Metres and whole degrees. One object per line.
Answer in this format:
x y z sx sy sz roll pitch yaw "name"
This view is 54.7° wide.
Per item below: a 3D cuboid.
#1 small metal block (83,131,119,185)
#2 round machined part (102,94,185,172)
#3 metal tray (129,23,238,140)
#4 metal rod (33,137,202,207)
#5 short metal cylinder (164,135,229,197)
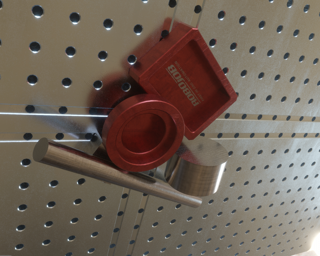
-0.072 0.039 0.398 0.050 0.025 0.050 32 100 -39 "small metal block"
-0.023 0.002 0.380 0.099 0.042 0.097 -13 123 -20 "round machined part"
0.035 -0.054 0.394 0.090 0.030 0.130 -43 129 0 "metal tray"
-0.029 0.072 0.415 0.025 0.025 0.301 -51 138 8 "metal rod"
0.050 0.050 0.434 0.081 0.080 0.050 -4 120 -27 "short metal cylinder"
